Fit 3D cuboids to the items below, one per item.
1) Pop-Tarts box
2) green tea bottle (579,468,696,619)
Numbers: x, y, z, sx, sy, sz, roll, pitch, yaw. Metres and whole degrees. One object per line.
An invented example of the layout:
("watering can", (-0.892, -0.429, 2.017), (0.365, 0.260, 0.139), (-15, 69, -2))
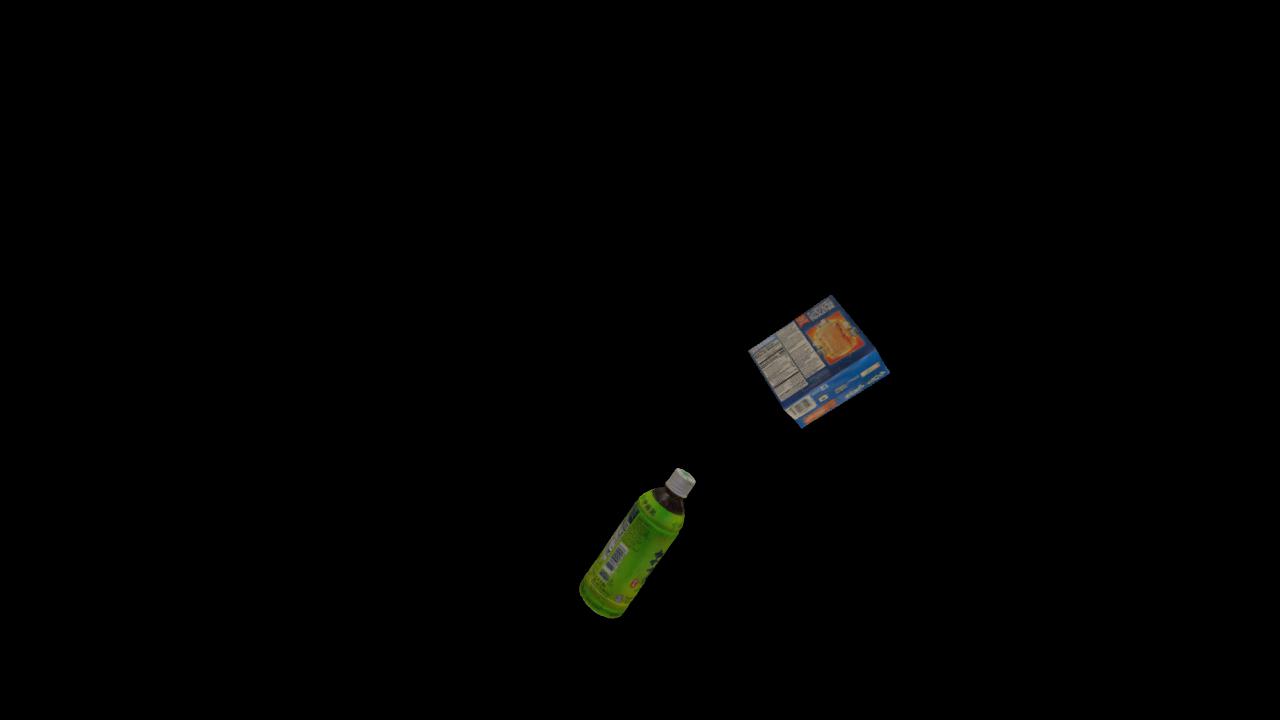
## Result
("Pop-Tarts box", (0.289, 0.003, 1.007), (0.167, 0.141, 0.083), (-35, -44, 12))
("green tea bottle", (0.002, 0.232, 0.795), (0.073, 0.212, 0.073), (31, 12, -7))
